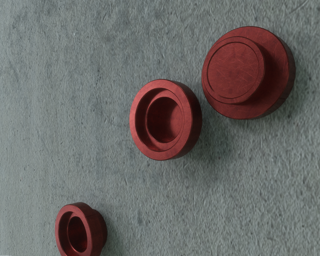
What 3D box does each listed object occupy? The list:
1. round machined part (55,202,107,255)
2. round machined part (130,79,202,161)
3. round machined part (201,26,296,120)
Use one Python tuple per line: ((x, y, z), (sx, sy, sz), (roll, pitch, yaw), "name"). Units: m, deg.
((-0.122, 0.167, 0.495), (0.098, 0.042, 0.097), (0, 90, 40), "round machined part")
((0.011, -0.010, 0.385), (0.098, 0.042, 0.097), (0, 90, 40), "round machined part")
((0.085, -0.057, 0.324), (0.098, 0.042, 0.097), (0, 90, 40), "round machined part")
